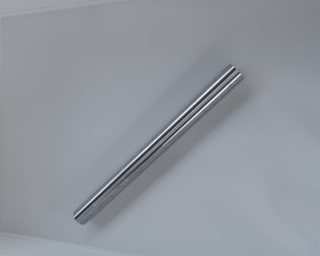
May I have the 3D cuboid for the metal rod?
[{"bbox_3d":[-0.011,0.030,0.414,0.299,0.025,0.025,-44,77,14],"label":"metal rod"}]
